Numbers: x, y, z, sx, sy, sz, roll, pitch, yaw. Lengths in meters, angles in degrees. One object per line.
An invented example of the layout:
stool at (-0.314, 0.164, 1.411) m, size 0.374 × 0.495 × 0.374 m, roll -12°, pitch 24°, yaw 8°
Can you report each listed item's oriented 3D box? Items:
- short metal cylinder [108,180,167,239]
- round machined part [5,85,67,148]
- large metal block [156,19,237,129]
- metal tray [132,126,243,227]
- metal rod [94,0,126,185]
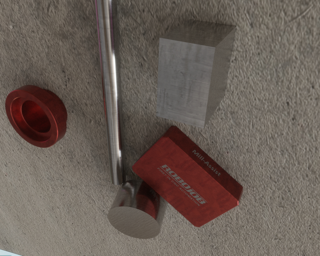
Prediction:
short metal cylinder at (-0.033, 0.124, 0.473) m, size 0.080 × 0.050 × 0.079 m, roll 9°, pitch 131°, yaw 11°
round machined part at (-0.184, -0.021, 0.477) m, size 0.098 × 0.042 × 0.097 m, roll 13°, pitch 124°, yaw 20°
large metal block at (0.037, -0.058, 0.315) m, size 0.050 × 0.080 × 0.079 m, roll 16°, pitch 125°, yaw 19°
metal tray at (0.036, 0.070, 0.427) m, size 0.130 × 0.030 × 0.090 m, roll 42°, pitch 129°, yaw -2°
metal rod at (-0.063, -0.044, 0.410) m, size 0.025 × 0.025 × 0.298 m, roll 14°, pitch 124°, yaw 20°
